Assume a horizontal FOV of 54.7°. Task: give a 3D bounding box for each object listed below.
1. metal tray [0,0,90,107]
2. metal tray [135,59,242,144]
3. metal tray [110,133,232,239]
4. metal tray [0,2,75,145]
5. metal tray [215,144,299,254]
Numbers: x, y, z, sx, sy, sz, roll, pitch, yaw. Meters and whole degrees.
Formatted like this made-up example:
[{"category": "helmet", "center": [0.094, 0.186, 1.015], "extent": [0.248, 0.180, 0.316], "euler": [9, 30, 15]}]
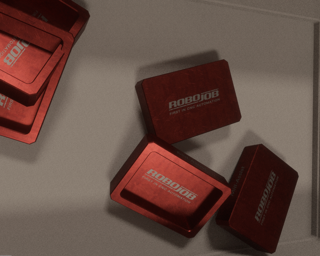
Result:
[{"category": "metal tray", "center": [-0.144, -0.098, 0.329], "extent": [0.090, 0.030, 0.130], "euler": [30, 59, -15]}, {"category": "metal tray", "center": [0.041, -0.035, 0.424], "extent": [0.131, 0.030, 0.089], "euler": [-18, 96, -20]}, {"category": "metal tray", "center": [0.014, 0.076, 0.396], "extent": [0.130, 0.030, 0.090], "euler": [32, 103, -18]}, {"category": "metal tray", "center": [-0.157, -0.057, 0.333], "extent": [0.091, 0.030, 0.129], "euler": [21, 97, -19]}, {"category": "metal tray", "center": [0.144, 0.100, 0.449], "extent": [0.090, 0.030, 0.130], "euler": [36, 66, -17]}]
